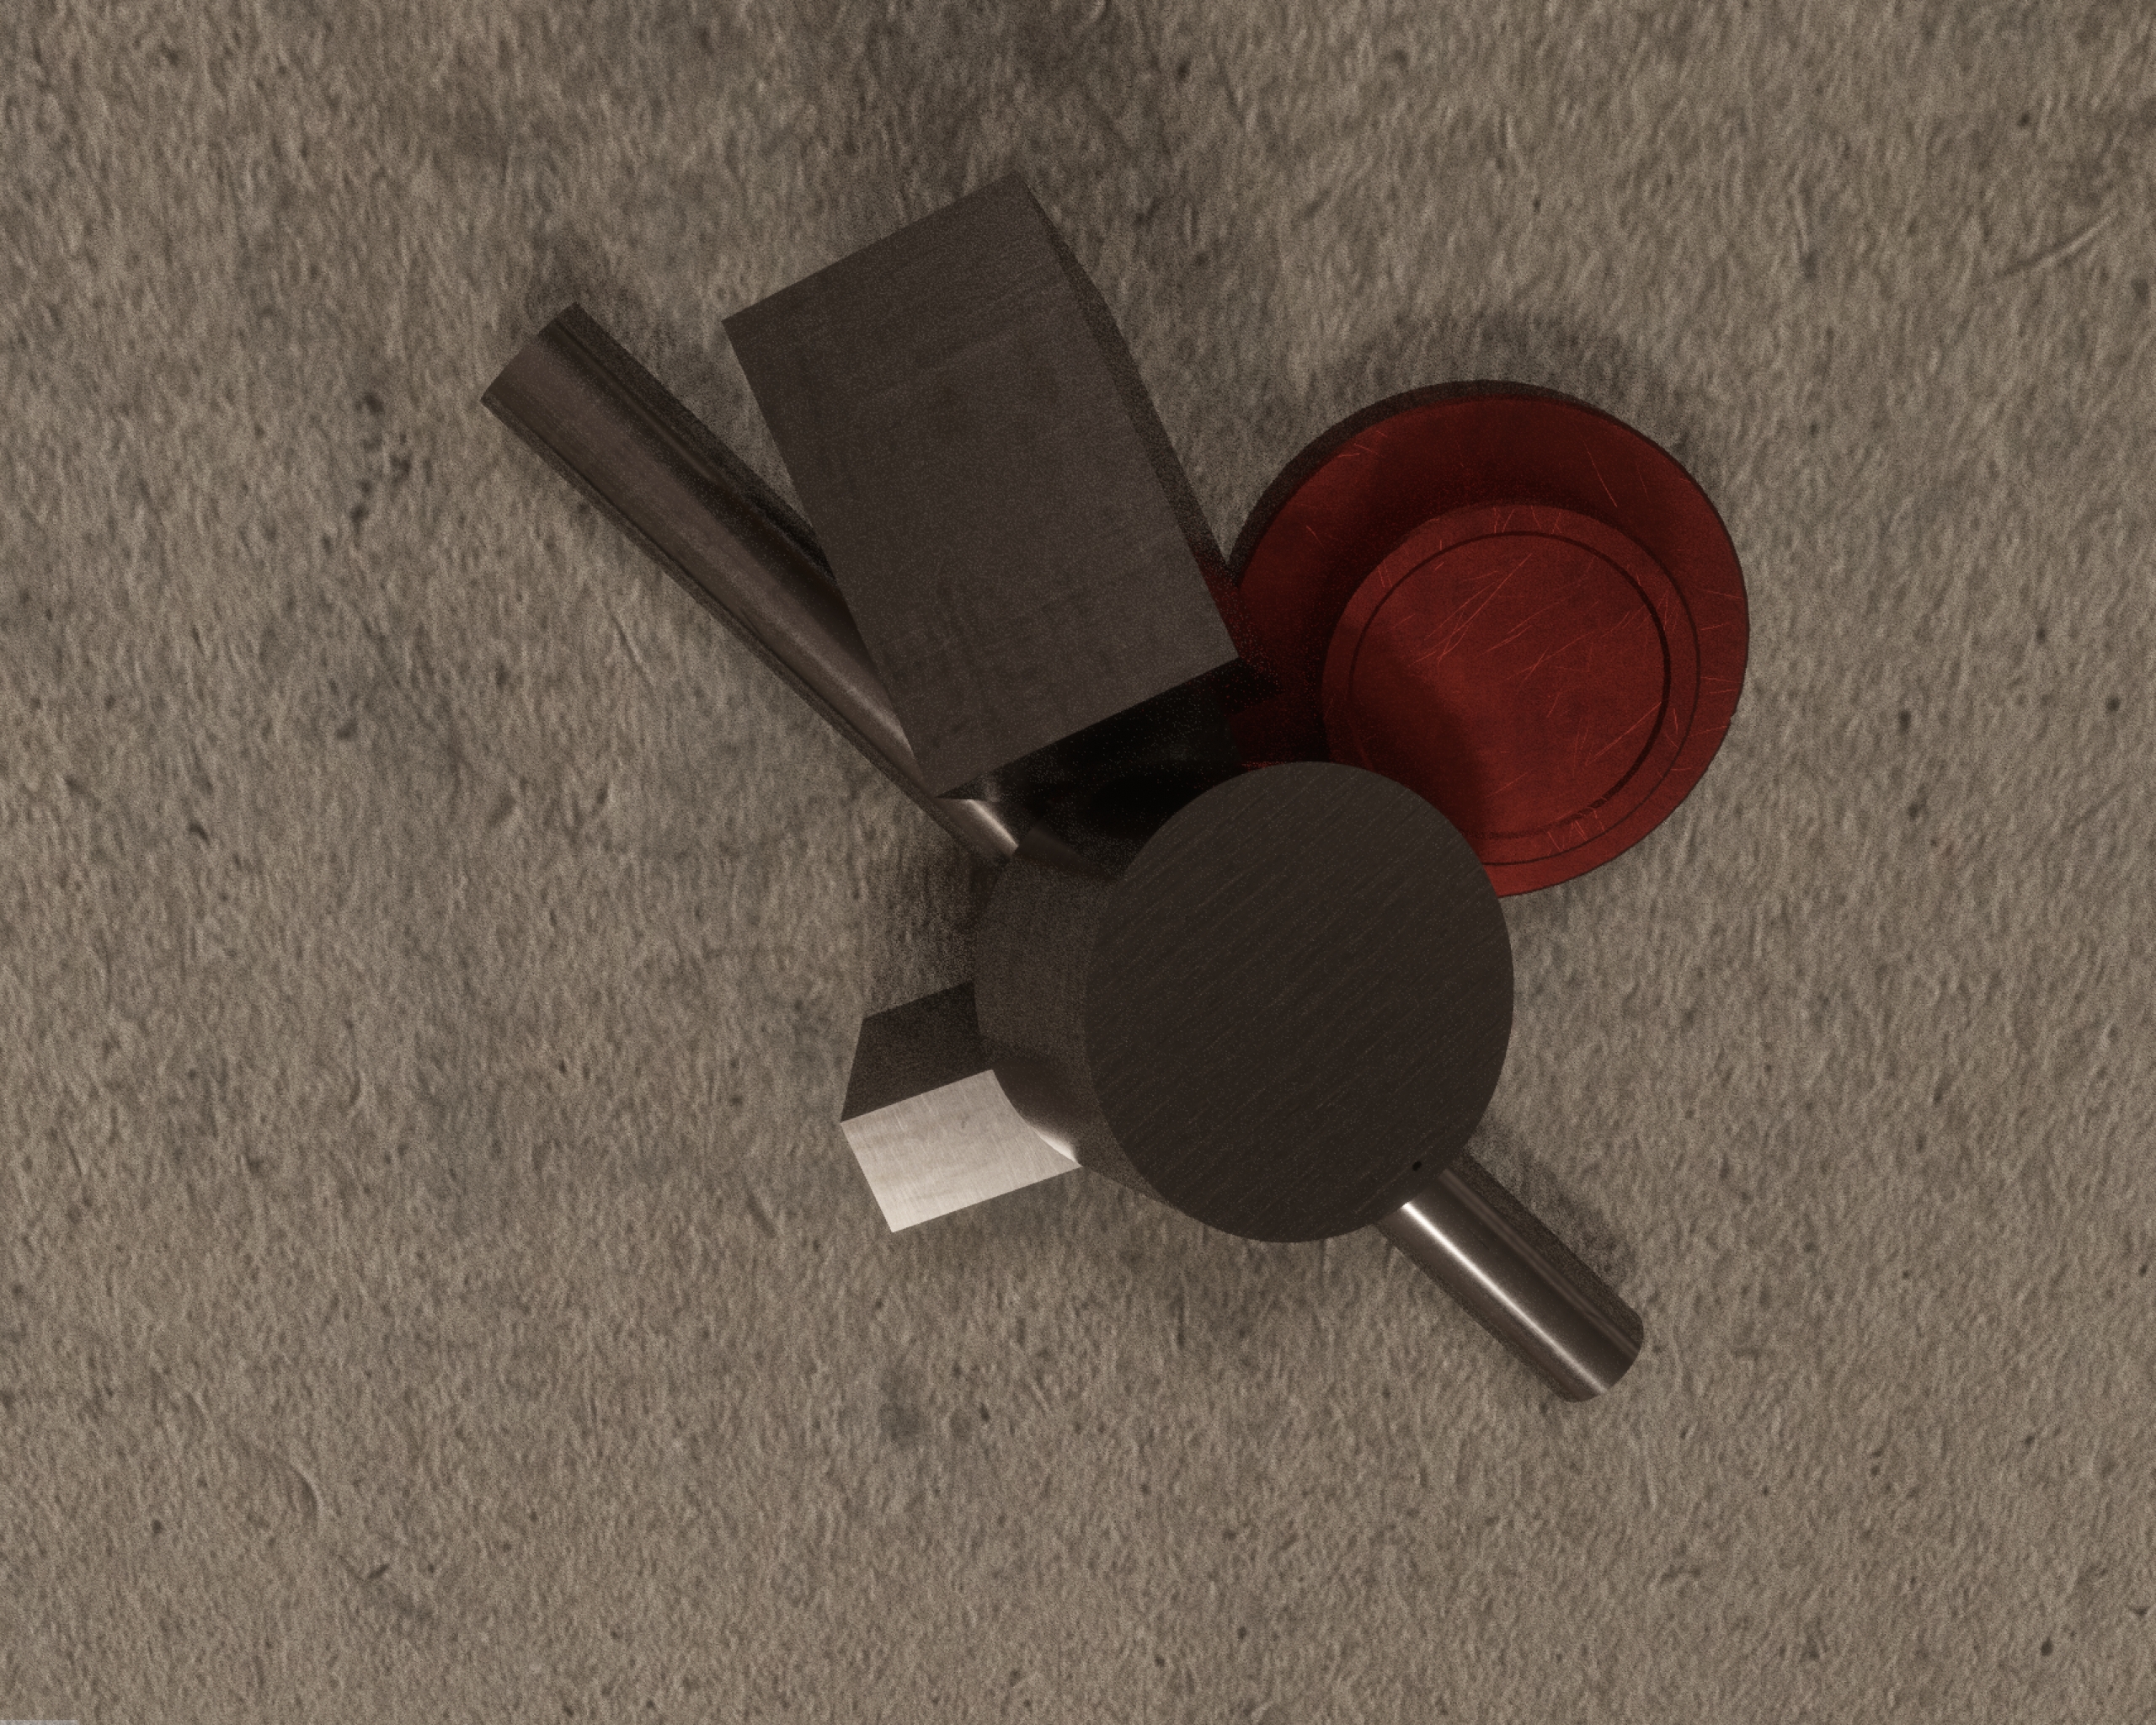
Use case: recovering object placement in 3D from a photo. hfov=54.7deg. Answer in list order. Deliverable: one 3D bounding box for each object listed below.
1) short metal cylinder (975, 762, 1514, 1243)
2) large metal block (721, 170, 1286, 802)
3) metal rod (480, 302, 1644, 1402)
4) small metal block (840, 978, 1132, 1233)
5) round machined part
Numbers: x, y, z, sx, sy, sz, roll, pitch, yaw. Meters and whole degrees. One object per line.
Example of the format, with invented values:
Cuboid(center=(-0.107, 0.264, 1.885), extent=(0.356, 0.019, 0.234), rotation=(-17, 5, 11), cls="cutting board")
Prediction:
Cuboid(center=(0.028, 0.022, 0.366), extent=(0.081, 0.050, 0.079), rotation=(-1, 93, -23), cls="short metal cylinder")
Cuboid(center=(-0.008, -0.057, 0.349), extent=(0.050, 0.080, 0.080), rotation=(-25, 86, 10), cls="large metal block")
Cuboid(center=(0.007, 0.007, 0.414), extent=(0.025, 0.025, 0.300), rotation=(-43, 105, 14), cls="metal rod")
Cuboid(center=(-0.017, 0.043, 0.414), extent=(0.050, 0.050, 0.025), rotation=(-20, 108, 6), cls="small metal block")
Cuboid(center=(0.076, -0.038, 0.388), extent=(0.099, 0.042, 0.097), rotation=(0, 110, -1), cls="round machined part")
